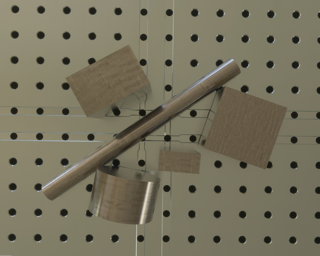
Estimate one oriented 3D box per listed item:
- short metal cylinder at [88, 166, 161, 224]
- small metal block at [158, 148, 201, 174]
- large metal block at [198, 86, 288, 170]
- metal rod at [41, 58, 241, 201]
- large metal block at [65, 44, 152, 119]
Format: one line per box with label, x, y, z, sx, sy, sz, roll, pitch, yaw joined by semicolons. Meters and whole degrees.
short metal cylinder;-0.044;0.081;0.385;0.080;0.080;0.050;12;90;-1
small metal block;0.024;0.041;0.401;0.050;0.050;0.025;5;90;-1
large metal block;0.103;0.000;0.400;0.080;0.050;0.080;19;90;-1
metal rod;-0.024;0.001;0.412;0.301;0.025;0.025;-34;90;-1
large metal block;-0.058;-0.053;0.386;0.080;0.080;0.050;-28;90;0
